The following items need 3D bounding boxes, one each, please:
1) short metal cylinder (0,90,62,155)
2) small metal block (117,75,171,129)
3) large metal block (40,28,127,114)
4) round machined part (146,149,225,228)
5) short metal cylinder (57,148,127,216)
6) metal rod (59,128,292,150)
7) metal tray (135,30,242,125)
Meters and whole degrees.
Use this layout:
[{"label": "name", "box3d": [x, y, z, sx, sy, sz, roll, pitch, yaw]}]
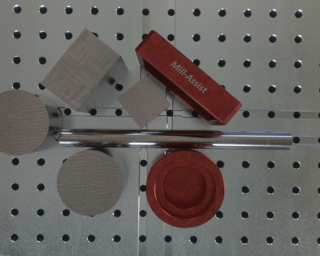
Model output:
[{"label": "short metal cylinder", "box3d": [-0.174, -0.007, 0.399, 0.081, 0.050, 0.080, 0, 90, 0]}, {"label": "small metal block", "box3d": [-0.021, -0.034, 0.413, 0.050, 0.025, 0.050, -39, 90, 0]}, {"label": "large metal block", "box3d": [-0.089, -0.066, 0.385, 0.050, 0.080, 0.080, 39, 90, -1]}, {"label": "round machined part", "box3d": [0.032, 0.076, 0.405, 0.099, 0.042, 0.097, 0, 90, 0]}, {"label": "short metal cylinder", "box3d": [-0.085, 0.066, 0.400, 0.081, 0.050, 0.080, 0, 90, 0]}, {"label": "metal rod", "box3d": [0.021, 0.015, 0.413, 0.302, 0.025, 0.025, 1, 90, 0]}, {"label": "metal tray", "box3d": [0.032, -0.056, 0.380, 0.130, 0.090, 0.030, 40, 90, 0]}]
